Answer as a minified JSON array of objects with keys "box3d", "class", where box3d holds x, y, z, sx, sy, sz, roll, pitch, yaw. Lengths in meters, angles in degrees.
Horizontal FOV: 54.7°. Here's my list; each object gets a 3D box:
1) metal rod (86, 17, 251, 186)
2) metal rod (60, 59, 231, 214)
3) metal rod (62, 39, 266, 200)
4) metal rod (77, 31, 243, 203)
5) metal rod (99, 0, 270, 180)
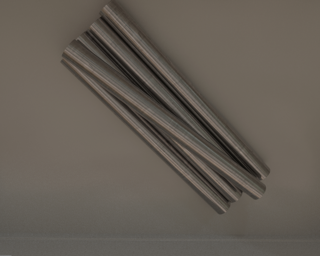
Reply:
[{"box3d":[0.025,-0.020,0.403,0.025,0.025,0.300,-41,105,14],"class":"metal rod"},{"box3d":[-0.009,0.014,0.415,0.025,0.025,0.300,-41,105,14],"class":"metal rod"},{"box3d":[0.015,-0.002,0.382,0.301,0.025,0.025,37,106,-13],"class":"metal rod"},{"box3d":[0.006,-0.005,0.408,0.025,0.025,0.300,-41,105,14],"class":"metal rod"},{"box3d":[0.041,-0.038,0.396,0.025,0.025,0.300,-41,105,14],"class":"metal rod"}]
